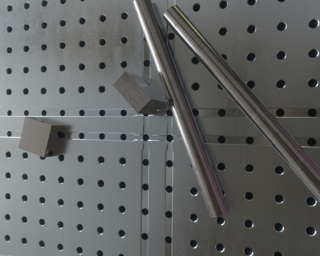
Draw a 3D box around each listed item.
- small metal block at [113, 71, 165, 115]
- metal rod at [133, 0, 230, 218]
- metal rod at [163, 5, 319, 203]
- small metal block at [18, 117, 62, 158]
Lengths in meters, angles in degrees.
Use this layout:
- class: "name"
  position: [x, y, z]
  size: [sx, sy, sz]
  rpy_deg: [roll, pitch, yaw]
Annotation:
- class: "small metal block"
  position: [-0.027, -0.045, 0.409]
  size: [0.025, 0.050, 0.050]
  rpy_deg: [-45, 76, 15]
- class: "metal rod"
  position: [0.025, -0.033, 0.403]
  size: [0.025, 0.025, 0.299]
  rpy_deg: [-22, 83, 18]
- class: "metal rod"
  position: [0.103, -0.035, 0.375]
  size: [0.025, 0.025, 0.300]
  rpy_deg: [-41, 77, 15]
- class: "small metal block"
  position: [-0.184, 0.013, 0.478]
  size: [0.050, 0.025, 0.050]
  rpy_deg: [16, 95, 19]
